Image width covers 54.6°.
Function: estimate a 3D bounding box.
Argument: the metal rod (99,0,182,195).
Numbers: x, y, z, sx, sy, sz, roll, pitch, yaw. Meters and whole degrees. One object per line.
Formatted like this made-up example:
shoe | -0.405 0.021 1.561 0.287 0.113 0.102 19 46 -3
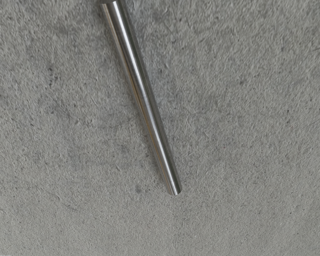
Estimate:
metal rod | -0.012 -0.015 0.394 0.025 0.025 0.299 -11 130 9
